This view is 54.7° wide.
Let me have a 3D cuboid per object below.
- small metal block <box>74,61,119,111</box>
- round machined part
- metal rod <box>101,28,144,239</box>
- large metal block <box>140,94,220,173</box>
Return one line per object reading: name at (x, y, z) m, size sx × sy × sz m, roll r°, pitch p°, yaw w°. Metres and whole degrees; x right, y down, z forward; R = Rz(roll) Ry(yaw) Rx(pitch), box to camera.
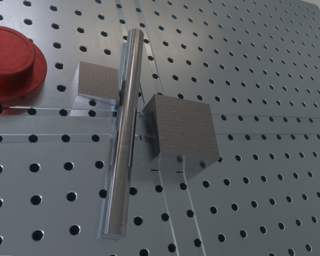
small metal block at (-0.081, -0.054, 0.397) m, size 0.050 × 0.025 × 0.050 m, roll 9°, pitch 58°, yaw -24°
round machined part at (-0.178, -0.075, 0.347) m, size 0.099 × 0.042 × 0.098 m, roll 14°, pitch 56°, yaw -21°
metal rod at (-0.042, -0.016, 0.394) m, size 0.025 × 0.025 × 0.300 m, roll 15°, pitch 55°, yaw -20°
large metal block at (0.023, 0.009, 0.399) m, size 0.081 × 0.050 × 0.080 m, roll 8°, pitch 58°, yaw -24°
